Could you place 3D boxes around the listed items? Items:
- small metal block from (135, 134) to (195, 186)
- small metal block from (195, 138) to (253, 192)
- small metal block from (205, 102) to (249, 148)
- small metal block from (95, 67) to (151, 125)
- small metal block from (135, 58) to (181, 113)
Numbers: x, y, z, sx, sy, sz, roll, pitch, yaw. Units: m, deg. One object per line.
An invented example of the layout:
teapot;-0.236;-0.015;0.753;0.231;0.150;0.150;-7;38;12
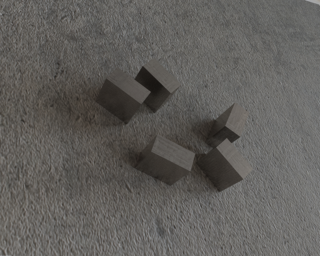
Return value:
small metal block;0.005;0.039;0.366;0.050;0.050;0.025;28;52;-11
small metal block;0.082;0.049;0.402;0.025;0.050;0.050;-34;81;-38
small metal block;0.095;-0.001;0.439;0.025;0.050;0.050;36;51;-5
small metal block;-0.047;-0.039;0.386;0.050;0.050;0.025;37;51;-4
small metal block;-0.007;-0.056;0.418;0.050;0.050;0.025;45;51;3
